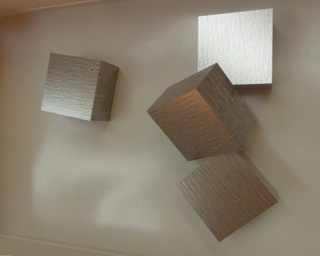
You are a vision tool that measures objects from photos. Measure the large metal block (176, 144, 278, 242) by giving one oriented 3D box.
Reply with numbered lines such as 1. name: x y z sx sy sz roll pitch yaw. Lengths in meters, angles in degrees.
1. large metal block: 0.080 0.072 0.369 0.080 0.050 0.080 -41 77 15

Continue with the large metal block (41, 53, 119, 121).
1. large metal block: -0.112 -0.056 0.437 0.080 0.050 0.080 12 94 19

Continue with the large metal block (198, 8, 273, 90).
1. large metal block: 0.090 -0.088 0.365 0.080 0.050 0.080 1 90 20

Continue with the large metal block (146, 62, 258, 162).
1. large metal block: 0.046 -0.014 0.347 0.080 0.050 0.080 -20 114 49
